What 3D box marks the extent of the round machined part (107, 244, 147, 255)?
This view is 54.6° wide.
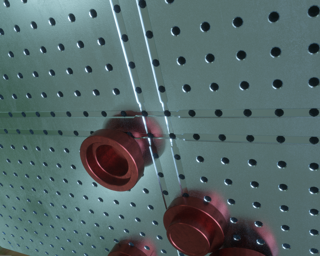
[{"bbox_3d":[-0.062,0.278,0.606,0.098,0.042,0.097,13,124,21],"label":"round machined part"}]

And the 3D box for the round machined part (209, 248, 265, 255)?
[{"bbox_3d":[0.118,0.222,0.459,0.098,0.042,0.097,6,131,8],"label":"round machined part"}]

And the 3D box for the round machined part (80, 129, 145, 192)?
[{"bbox_3d":[-0.066,0.043,0.463,0.098,0.042,0.097,13,124,21],"label":"round machined part"}]

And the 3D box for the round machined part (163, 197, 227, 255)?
[{"bbox_3d":[0.049,0.156,0.471,0.098,0.042,0.097,13,124,21],"label":"round machined part"}]
